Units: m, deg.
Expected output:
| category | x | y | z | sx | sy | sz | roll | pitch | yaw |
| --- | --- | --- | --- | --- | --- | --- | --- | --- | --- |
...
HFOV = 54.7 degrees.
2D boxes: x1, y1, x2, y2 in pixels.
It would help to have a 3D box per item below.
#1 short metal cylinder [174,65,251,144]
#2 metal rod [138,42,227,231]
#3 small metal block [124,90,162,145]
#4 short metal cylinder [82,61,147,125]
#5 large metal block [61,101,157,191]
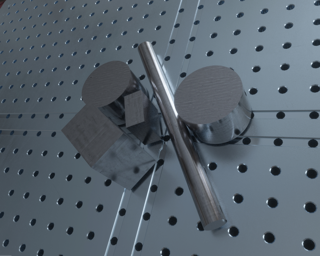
| category | x | y | z | sx | sy | sz | roll | pitch | yaw |
| --- | --- | --- | --- | --- | --- | --- | --- | --- | --- |
| short metal cylinder | 0.064 | -0.027 | 0.371 | 0.080 | 0.050 | 0.080 | -13 | 56 | 21 |
| metal rod | 0.016 | -0.014 | 0.403 | 0.025 | 0.025 | 0.299 | -28 | 52 | 11 |
| small metal block | -0.022 | -0.013 | 0.406 | 0.025 | 0.050 | 0.050 | -19 | 54 | 17 |
| short metal cylinder | -0.066 | -0.051 | 0.453 | 0.080 | 0.050 | 0.080 | -13 | 56 | 21 |
| large metal block | -0.063 | 0.023 | 0.386 | 0.050 | 0.080 | 0.080 | -48 | 51 | -4 |
